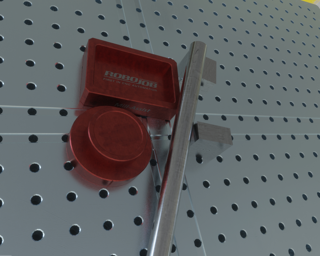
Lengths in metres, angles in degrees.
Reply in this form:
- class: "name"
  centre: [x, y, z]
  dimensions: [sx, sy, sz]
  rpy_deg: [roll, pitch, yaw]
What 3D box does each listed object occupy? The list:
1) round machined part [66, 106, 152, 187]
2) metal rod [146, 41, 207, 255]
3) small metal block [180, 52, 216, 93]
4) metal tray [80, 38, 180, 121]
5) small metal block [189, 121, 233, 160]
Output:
- class: "round machined part"
  centre: [-0.054, 0.015, 0.359]
  dimensions: [0.099, 0.042, 0.098]
  rpy_deg: [14, 56, -21]
- class: "metal rod"
  centre: [0.026, 0.014, 0.383]
  dimensions: [0.025, 0.025, 0.300]
  rpy_deg: [21, 63, -16]
- class: "small metal block"
  centre: [0.062, -0.091, 0.497]
  dimensions: [0.050, 0.025, 0.050]
  rpy_deg: [19, 54, -17]
- class: "metal tray"
  centre: [-0.038, -0.065, 0.423]
  dimensions: [0.131, 0.030, 0.090]
  rpy_deg: [10, 58, -23]
- class: "small metal block"
  centre: [0.060, 0.018, 0.413]
  dimensions: [0.050, 0.050, 0.025]
  rpy_deg: [11, 57, -22]
